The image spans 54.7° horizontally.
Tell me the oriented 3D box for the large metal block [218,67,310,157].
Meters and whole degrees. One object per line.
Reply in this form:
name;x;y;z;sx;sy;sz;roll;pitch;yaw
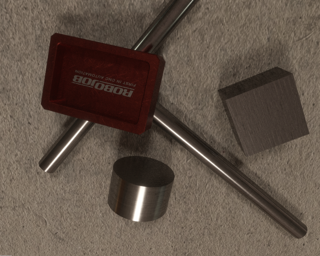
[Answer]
large metal block;0.128;-0.021;0.391;0.080;0.050;0.080;-22;109;7

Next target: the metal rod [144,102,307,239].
metal rod;0.099;0.065;0.435;0.301;0.025;0.025;39;105;-14

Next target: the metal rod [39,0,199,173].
metal rod;-0.058;-0.053;0.389;0.025;0.025;0.299;39;105;-14

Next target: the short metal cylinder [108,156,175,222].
short metal cylinder;-0.025;0.078;0.409;0.081;0.080;0.050;11;110;-4

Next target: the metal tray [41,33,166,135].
metal tray;-0.067;-0.052;0.361;0.131;0.030;0.089;15;101;10
